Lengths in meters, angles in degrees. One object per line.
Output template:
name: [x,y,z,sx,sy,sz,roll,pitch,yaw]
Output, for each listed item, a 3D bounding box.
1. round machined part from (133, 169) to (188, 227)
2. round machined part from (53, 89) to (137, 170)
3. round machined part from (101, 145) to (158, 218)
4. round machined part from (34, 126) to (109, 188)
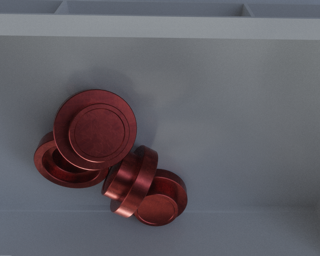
round machined part: [-0.006,0.115,0.485,0.099,0.042,0.097,0,120,0]
round machined part: [-0.074,0.003,0.367,0.099,0.042,0.097,-3,99,-21]
round machined part: [-0.045,0.066,0.418,0.042,0.098,0.097,28,125,-14]
round machined part: [-0.117,0.036,0.427,0.099,0.042,0.097,0,130,0]
